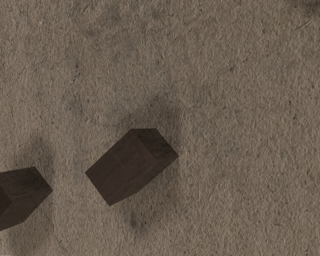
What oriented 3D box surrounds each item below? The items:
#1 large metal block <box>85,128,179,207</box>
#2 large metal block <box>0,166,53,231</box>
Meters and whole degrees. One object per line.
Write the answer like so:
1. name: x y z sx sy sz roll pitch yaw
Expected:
1. large metal block: -0.032 0.045 0.390 0.080 0.080 0.050 -43 77 15
2. large metal block: -0.223 0.107 0.456 0.080 0.080 0.050 -45 76 14
